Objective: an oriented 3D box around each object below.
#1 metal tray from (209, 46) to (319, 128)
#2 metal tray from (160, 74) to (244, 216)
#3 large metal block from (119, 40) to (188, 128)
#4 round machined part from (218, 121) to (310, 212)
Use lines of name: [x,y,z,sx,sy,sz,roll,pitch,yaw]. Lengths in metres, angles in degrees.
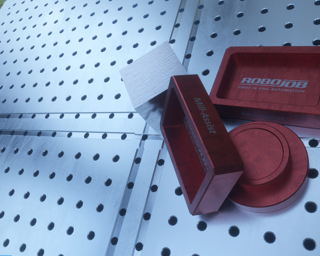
metal tray: [0.132,-0.053,0.367,0.130,0.030,0.090,9,66,32]
metal tray: [0.037,0.016,0.336,0.030,0.089,0.130,-6,51,-17]
large metal block: [-0.001,-0.061,0.430,0.080,0.050,0.080,-31,52,8]
round machined part: [0.101,0.034,0.323,0.098,0.042,0.098,-13,56,21]
